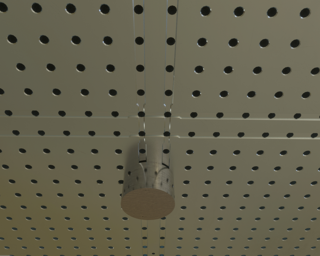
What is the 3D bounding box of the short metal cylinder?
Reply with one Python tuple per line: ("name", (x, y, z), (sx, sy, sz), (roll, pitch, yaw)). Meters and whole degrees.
("short metal cylinder", (-0.018, 0.098, 0.479), (0.081, 0.050, 0.079), (0, 130, 0))
